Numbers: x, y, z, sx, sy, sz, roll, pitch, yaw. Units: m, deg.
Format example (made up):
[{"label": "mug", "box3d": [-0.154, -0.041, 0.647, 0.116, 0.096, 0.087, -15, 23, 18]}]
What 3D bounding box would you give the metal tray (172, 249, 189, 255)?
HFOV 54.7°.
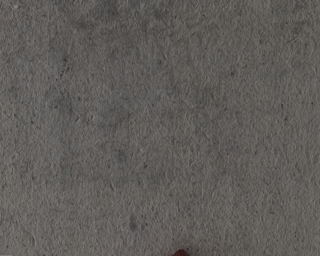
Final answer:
[{"label": "metal tray", "box3d": [0.010, 0.238, 0.407, 0.130, 0.030, 0.090, -41, 90, 0]}]
